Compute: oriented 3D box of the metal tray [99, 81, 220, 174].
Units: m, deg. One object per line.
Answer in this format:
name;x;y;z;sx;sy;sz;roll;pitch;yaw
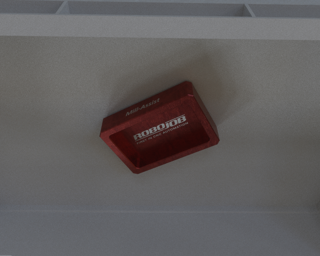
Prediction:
metal tray;0.000;0.004;0.405;0.130;0.030;0.090;-23;127;17
